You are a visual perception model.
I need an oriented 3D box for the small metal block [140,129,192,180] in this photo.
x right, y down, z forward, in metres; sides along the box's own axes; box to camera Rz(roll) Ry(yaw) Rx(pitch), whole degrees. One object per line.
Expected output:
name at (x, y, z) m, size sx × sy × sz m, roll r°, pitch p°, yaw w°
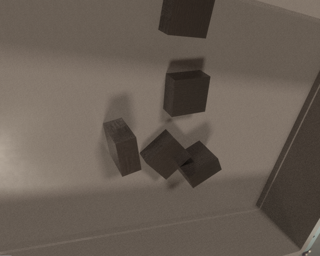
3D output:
small metal block at (0.008, 0.038, 0.439) m, size 0.050 × 0.025 × 0.050 m, roll -43°, pitch 130°, yaw 1°

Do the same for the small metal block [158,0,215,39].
small metal block at (0.030, -0.130, 0.346) m, size 0.050 × 0.025 × 0.050 m, roll -4°, pitch 120°, yaw -27°

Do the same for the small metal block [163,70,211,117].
small metal block at (0.034, -0.045, 0.401) m, size 0.050 × 0.025 × 0.050 m, roll -10°, pitch 123°, yaw -24°

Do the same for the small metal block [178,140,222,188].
small metal block at (0.054, 0.052, 0.456) m, size 0.050 × 0.050 × 0.025 m, roll -31°, pitch 129°, yaw -8°

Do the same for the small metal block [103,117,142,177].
small metal block at (-0.047, 0.023, 0.382) m, size 0.025 × 0.050 × 0.050 m, roll -19°, pitch 126°, yaw -18°
